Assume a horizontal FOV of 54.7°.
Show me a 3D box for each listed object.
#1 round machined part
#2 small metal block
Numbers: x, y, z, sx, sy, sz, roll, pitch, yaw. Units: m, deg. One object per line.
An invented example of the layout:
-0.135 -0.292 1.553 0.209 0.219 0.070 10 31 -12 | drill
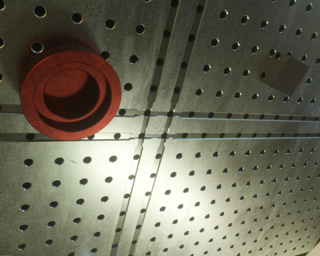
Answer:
-0.094 -0.039 0.325 0.099 0.042 0.097 -14 124 -21 | round machined part
0.187 -0.081 0.463 0.050 0.025 0.050 14 111 -34 | small metal block
